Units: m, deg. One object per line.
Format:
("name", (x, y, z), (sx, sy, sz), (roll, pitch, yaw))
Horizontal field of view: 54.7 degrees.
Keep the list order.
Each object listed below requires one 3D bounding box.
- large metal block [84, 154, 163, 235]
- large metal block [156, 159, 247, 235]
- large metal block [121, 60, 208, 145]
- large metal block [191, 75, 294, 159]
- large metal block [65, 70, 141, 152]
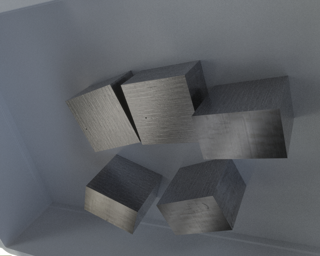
("large metal block", (-0.053, 0.095, 0.458), (0.080, 0.080, 0.050), (23, 127, 14))
("large metal block", (0.055, 0.086, 0.396), (0.080, 0.080, 0.050), (-19, 108, 35))
("large metal block", (0.012, -0.028, 0.368), (0.080, 0.050, 0.080), (-4, 117, 30))
("large metal block", (0.089, -0.011, 0.319), (0.080, 0.080, 0.050), (-4, 116, 30))
("large metal block", (-0.063, -0.020, 0.412), (0.080, 0.050, 0.080), (-14, 112, 33))
